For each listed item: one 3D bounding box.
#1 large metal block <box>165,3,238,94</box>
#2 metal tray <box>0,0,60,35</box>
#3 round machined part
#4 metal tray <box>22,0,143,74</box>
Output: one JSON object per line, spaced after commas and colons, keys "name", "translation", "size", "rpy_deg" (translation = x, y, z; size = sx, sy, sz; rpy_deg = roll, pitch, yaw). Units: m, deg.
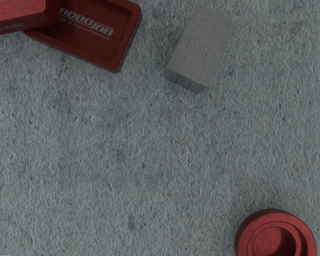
{"name": "large metal block", "translation": [0.047, -0.092, 0.383], "size": [0.050, 0.080, 0.080], "rpy_deg": [26, 90, -1]}
{"name": "metal tray", "translation": [-0.190, -0.166, 0.382], "size": [0.130, 0.030, 0.090], "rpy_deg": [-5, 82, 14]}
{"name": "round machined part", "translation": [0.146, 0.153, 0.404], "size": [0.099, 0.042, 0.097], "rpy_deg": [0, 90, -1]}
{"name": "metal tray", "translation": [-0.099, -0.138, 0.406], "size": [0.131, 0.030, 0.090], "rpy_deg": [23, 90, -1]}
